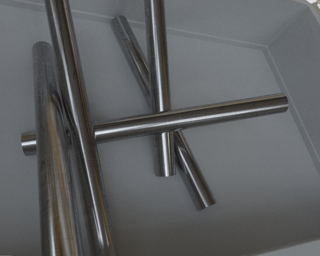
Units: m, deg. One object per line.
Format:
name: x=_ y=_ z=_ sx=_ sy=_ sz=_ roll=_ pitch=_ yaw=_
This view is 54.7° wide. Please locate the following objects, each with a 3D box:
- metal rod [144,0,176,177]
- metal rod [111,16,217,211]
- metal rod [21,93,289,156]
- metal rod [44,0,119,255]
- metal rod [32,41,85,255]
metal rod: x=-0.003 y=-0.091 z=0.380 sx=0.025 sy=0.025 sz=0.298 roll=-3 pitch=89 yaw=-30
metal rod: x=-0.002 y=-0.032 z=0.423 sx=0.025 sy=0.025 sz=0.299 roll=-13 pitch=68 yaw=-33
metal rod: x=0.005 y=-0.007 z=0.352 sx=0.302 sy=0.025 sz=0.025 roll=-9 pitch=65 yaw=-12
metal rod: x=-0.080 y=-0.003 z=0.309 sx=0.025 sy=0.025 sz=0.299 roll=-8 pitch=80 yaw=-32
metal rod: x=-0.100 y=-0.003 z=0.281 sx=0.025 sy=0.025 sz=0.300 roll=4 pitch=37 yaw=-26
